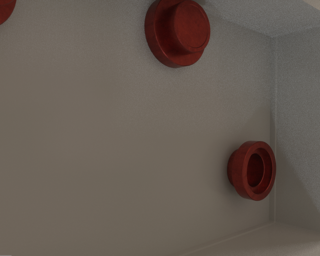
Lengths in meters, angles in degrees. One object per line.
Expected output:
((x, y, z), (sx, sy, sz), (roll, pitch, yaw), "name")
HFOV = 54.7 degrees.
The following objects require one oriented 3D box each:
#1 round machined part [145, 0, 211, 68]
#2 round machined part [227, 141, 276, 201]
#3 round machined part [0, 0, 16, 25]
((0.031, -0.133, 0.421), (0.099, 0.042, 0.097), (0, 90, -40), "round machined part")
((0.151, 0.070, 0.522), (0.099, 0.042, 0.097), (0, 90, -40), "round machined part")
((-0.151, -0.128, 0.243), (0.098, 0.042, 0.097), (-1, 90, -67), "round machined part")
